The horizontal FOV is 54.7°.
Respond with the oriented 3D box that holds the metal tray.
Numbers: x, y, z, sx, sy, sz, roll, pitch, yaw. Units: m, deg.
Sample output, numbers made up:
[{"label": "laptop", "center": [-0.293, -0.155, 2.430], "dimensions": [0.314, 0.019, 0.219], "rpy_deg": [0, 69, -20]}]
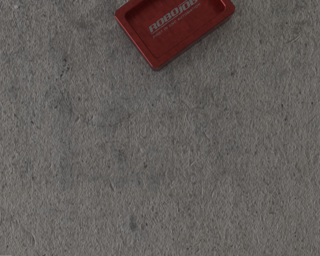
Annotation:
[{"label": "metal tray", "center": [0.019, -0.148, 0.407], "dimensions": [0.130, 0.030, 0.090], "rpy_deg": [-36, 90, 0]}]
